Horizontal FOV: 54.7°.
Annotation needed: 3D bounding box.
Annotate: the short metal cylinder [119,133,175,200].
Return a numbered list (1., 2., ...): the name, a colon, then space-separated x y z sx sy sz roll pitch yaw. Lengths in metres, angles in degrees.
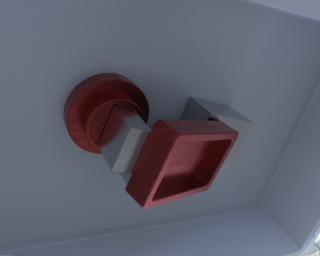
1. short metal cylinder: -0.011 0.049 0.401 0.081 0.050 0.080 -26 145 -20

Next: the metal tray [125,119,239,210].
1. metal tray: 0.030 0.037 0.353 0.131 0.030 0.089 0 121 -51

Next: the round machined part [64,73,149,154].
1. round machined part: -0.057 -0.010 0.359 0.099 0.042 0.097 -14 125 -21

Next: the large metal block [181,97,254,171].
1. large metal block: 0.071 0.010 0.436 0.081 0.050 0.079 10 113 -33

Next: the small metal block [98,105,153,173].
1. small metal block: -0.038 0.012 0.323 0.025 0.050 0.050 13 112 -34
